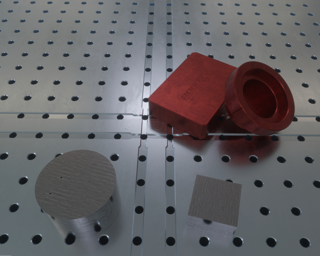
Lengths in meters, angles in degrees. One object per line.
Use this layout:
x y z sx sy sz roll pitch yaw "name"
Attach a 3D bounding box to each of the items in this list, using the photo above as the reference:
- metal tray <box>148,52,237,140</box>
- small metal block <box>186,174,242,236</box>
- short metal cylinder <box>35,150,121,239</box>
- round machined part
0.055 -0.052 0.448 0.090 0.030 0.131 27 55 20 "metal tray"
0.059 0.084 0.338 0.050 0.025 0.050 12 51 9 "small metal block"
-0.085 0.070 0.332 0.081 0.050 0.080 0 50 0 "short metal cylinder"
0.125 -0.035 0.409 0.099 0.042 0.098 10 66 -23 "round machined part"
